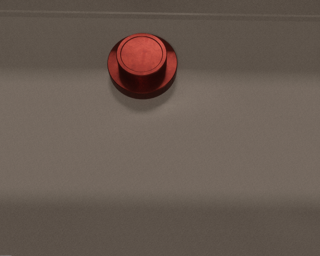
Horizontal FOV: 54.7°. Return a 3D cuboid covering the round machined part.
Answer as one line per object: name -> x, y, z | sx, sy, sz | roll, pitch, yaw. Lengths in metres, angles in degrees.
round machined part -> -0.025, -0.093, 0.434 | 0.099, 0.042, 0.098 | 0, 70, -1
